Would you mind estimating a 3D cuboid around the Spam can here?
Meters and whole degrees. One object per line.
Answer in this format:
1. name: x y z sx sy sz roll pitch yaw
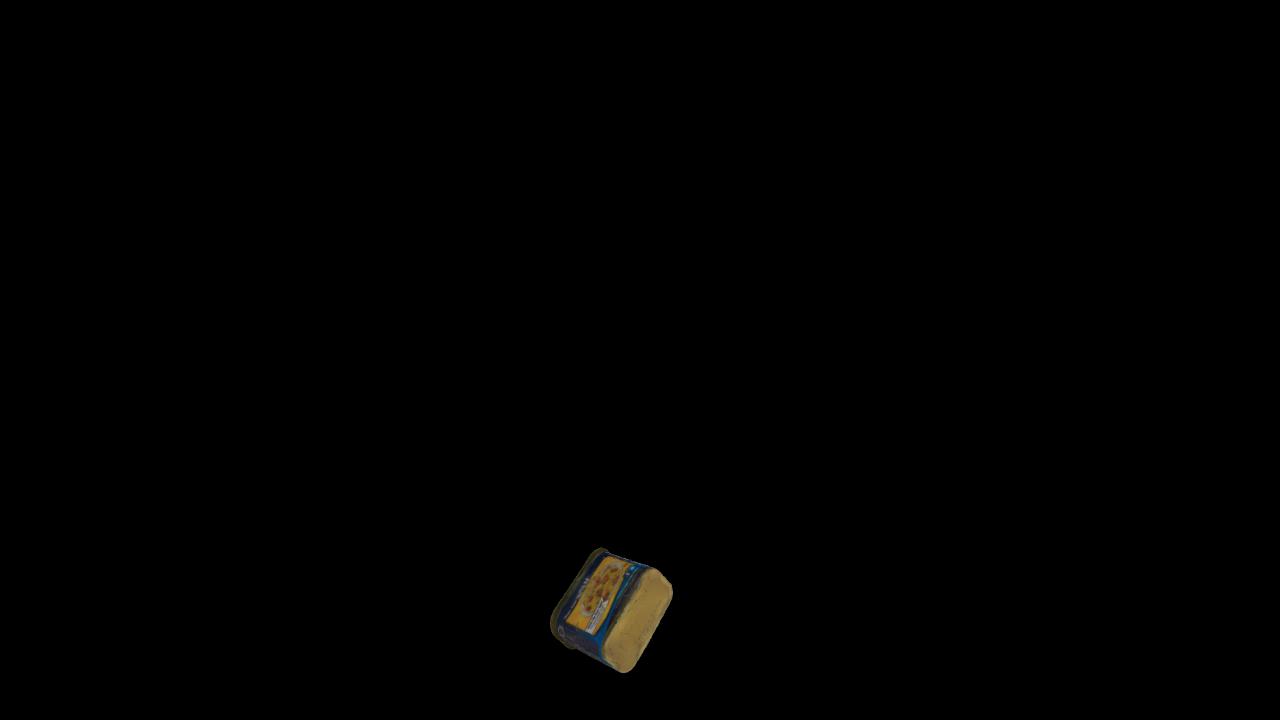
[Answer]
1. Spam can: -0.028 0.250 0.620 0.085 0.058 0.101 -3 43 48
